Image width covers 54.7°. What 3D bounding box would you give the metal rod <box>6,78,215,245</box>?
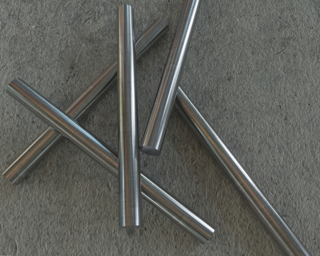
[{"bbox_3d":[-0.063,0.037,0.376,0.300,0.025,0.025,37,74,5],"label":"metal rod"}]

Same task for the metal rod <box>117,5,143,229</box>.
[{"bbox_3d":[-0.040,-0.033,0.385,0.025,0.025,0.299,-3,66,-1],"label":"metal rod"}]

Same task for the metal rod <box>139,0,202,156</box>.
[{"bbox_3d":[0.025,-0.101,0.423,0.025,0.025,0.300,13,62,5],"label":"metal rod"}]

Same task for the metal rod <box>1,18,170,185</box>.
[{"bbox_3d":[-0.091,-0.046,0.424,0.025,0.025,0.301,38,74,12],"label":"metal rod"}]

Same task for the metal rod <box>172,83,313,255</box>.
[{"bbox_3d":[0.094,0.056,0.388,0.025,0.025,0.299,-32,73,-11],"label":"metal rod"}]
